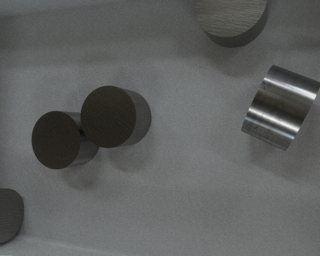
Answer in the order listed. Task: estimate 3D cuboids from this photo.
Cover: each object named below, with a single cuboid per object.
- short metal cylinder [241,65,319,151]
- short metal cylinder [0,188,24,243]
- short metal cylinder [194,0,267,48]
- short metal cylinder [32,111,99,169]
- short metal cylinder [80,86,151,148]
[{"bbox_3d":[0.129,-0.022,0.335,0.050,0.080,0.080,27,99,18],"label":"short metal cylinder"},{"bbox_3d":[-0.257,0.132,0.472,0.050,0.080,0.080,-2,89,20],"label":"short metal cylinder"},{"bbox_3d":[0.085,-0.141,0.367,0.080,0.050,0.080,0,90,20],"label":"short metal cylinder"},{"bbox_3d":[-0.134,0.016,0.444,0.080,0.050,0.080,0,90,20],"label":"short metal cylinder"},{"bbox_3d":[-0.058,-0.014,0.418,0.080,0.050,0.080,0,90,20],"label":"short metal cylinder"}]
